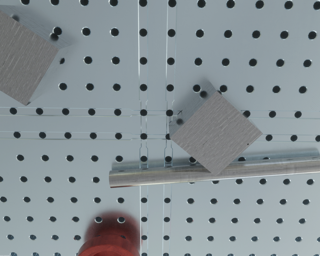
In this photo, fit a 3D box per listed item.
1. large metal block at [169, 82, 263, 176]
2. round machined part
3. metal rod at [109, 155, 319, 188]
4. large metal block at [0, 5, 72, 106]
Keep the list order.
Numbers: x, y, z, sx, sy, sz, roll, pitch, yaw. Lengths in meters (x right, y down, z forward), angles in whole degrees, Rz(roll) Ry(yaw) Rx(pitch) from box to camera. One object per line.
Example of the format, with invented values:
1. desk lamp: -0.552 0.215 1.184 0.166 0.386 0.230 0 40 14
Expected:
1. large metal block: 0.069 0.001 0.401 0.080 0.050 0.080 40 105 -14
2. round machined part: -0.079 0.205 0.479 0.099 0.042 0.097 0 110 0
3. metal rod: 0.081 0.062 0.436 0.302 0.025 0.025 -4 110 1
4. large metal block: -0.167 -0.086 0.367 0.080 0.050 0.080 34 107 -12
